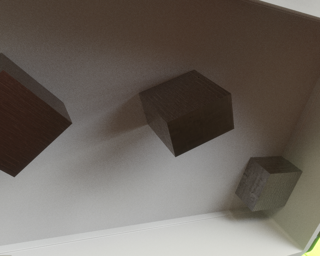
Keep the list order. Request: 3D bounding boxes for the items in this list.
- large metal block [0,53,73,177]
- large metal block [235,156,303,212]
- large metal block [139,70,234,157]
[{"bbox_3d":[-0.149,-0.011,0.304,0.080,0.050,0.080,-43,129,1],"label":"large metal block"},{"bbox_3d":[0.195,0.099,0.560,0.081,0.050,0.079,1,118,-29],"label":"large metal block"},{"bbox_3d":[0.031,-0.021,0.377,0.080,0.080,0.050,-25,128,-13],"label":"large metal block"}]
